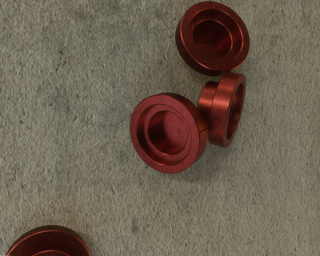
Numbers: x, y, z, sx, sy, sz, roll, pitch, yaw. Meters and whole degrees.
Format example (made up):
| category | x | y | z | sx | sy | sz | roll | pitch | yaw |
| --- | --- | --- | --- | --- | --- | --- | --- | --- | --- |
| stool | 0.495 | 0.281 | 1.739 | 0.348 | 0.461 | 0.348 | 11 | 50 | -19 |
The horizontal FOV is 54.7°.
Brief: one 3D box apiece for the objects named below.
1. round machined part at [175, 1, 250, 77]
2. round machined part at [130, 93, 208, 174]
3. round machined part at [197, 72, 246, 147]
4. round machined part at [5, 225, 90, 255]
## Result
| category | x | y | z | sx | sy | sz | roll | pitch | yaw |
| --- | --- | --- | --- | --- | --- | --- | --- | --- | --- |
| round machined part | 0.067 | -0.115 | 0.417 | 0.099 | 0.042 | 0.098 | 4 | 78 | -17 |
| round machined part | 0.014 | 0.004 | 0.386 | 0.042 | 0.098 | 0.097 | -24 | 100 | -55 |
| round machined part | 0.079 | -0.026 | 0.410 | 0.042 | 0.098 | 0.098 | 15 | 84 | 23 |
| round machined part | -0.128 | 0.166 | 0.353 | 0.099 | 0.042 | 0.097 | 0 | 90 | -20 |
